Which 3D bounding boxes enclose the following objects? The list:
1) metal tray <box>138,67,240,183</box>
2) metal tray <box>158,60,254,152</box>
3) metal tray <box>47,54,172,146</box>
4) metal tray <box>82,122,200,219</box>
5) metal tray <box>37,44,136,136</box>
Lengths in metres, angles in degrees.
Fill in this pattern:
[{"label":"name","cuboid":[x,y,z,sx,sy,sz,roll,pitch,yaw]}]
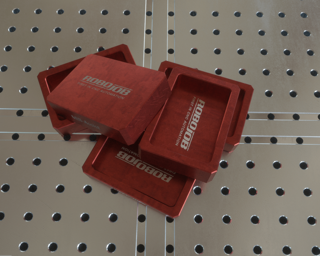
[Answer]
[{"label":"metal tray","cuboid":[0.038,-0.009,0.379,0.090,0.030,0.130,19,60,7]},{"label":"metal tray","cuboid":[0.050,-0.031,0.420,0.130,0.030,0.090,18,71,7]},{"label":"metal tray","cuboid":[-0.063,-0.040,0.380,0.130,0.030,0.090,20,62,30]},{"label":"metal tray","cuboid":[-0.019,0.045,0.392,0.130,0.030,0.090,25,72,9]},{"label":"metal tray","cuboid":[-0.091,-0.054,0.428,0.131,0.030,0.090,-21,71,-7]}]
